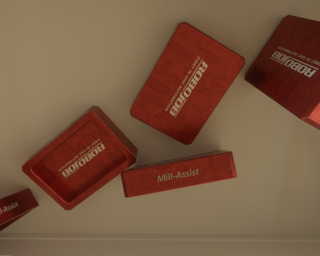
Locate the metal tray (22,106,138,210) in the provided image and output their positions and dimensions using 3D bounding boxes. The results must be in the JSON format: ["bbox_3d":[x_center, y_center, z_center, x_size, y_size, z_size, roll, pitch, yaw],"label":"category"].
[{"bbox_3d":[-0.108,0.043,0.423,0.130,0.030,0.090,-37,106,12],"label":"metal tray"}]

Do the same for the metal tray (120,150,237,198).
[{"bbox_3d":[0.024,0.055,0.394,0.131,0.090,0.030,-11,86,4],"label":"metal tray"}]

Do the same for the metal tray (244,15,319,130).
[{"bbox_3d":[0.153,-0.065,0.331,0.030,0.130,0.090,24,109,-23],"label":"metal tray"}]

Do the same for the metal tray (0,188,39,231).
[{"bbox_3d":[-0.232,0.127,0.399,0.090,0.130,0.030,-34,86,12],"label":"metal tray"}]

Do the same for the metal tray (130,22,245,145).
[{"bbox_3d":[0.032,-0.054,0.389,0.090,0.030,0.129,28,107,-10],"label":"metal tray"}]
